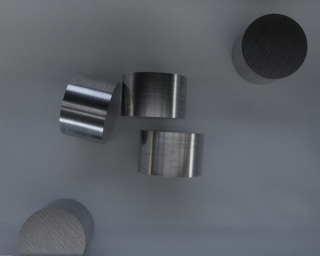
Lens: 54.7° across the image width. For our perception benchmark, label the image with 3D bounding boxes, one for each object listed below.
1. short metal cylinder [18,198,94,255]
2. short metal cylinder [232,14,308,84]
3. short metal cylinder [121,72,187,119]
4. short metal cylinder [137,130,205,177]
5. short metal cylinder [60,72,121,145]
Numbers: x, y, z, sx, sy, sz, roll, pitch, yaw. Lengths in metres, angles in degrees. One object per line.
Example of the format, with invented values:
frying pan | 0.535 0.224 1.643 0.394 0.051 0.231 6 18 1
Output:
short metal cylinder | -0.130 0.136 0.397 0.081 0.050 0.079 0 90 -1
short metal cylinder | 0.139 -0.099 0.401 0.081 0.050 0.079 0 90 -1
short metal cylinder | -0.007 -0.038 0.384 0.081 0.080 0.050 2 90 -1
short metal cylinder | 0.013 0.030 0.384 0.081 0.080 0.050 4 90 -1
short metal cylinder | -0.084 -0.024 0.383 0.050 0.080 0.080 14 90 -1
